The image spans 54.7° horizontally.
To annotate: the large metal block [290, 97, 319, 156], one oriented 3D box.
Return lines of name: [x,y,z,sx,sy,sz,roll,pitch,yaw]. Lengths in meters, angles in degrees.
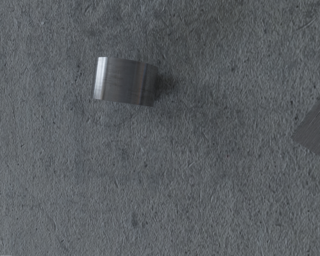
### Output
large metal block: [0.198,0.001,0.326,0.080,0.050,0.080,35,101,16]

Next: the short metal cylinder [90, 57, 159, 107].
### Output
short metal cylinder: [-0.045,-0.057,0.396,0.080,0.080,0.050,9,93,19]
